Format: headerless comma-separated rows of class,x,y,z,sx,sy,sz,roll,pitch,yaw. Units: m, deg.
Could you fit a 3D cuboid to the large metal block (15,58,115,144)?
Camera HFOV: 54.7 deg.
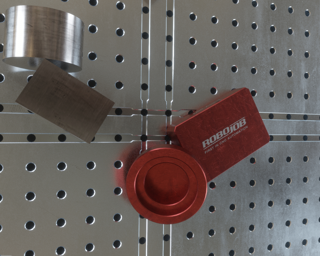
large metal block,-0.105,-0.026,0.344,0.080,0.080,0.050,33,80,-17

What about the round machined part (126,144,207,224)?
round machined part,0.009,0.068,0.394,0.099,0.042,0.097,1,100,5

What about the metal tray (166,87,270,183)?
metal tray,0.085,0.009,0.441,0.131,0.030,0.090,-29,100,-18

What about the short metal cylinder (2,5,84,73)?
short metal cylinder,-0.125,-0.093,0.337,0.081,0.080,0.050,3,89,-20
